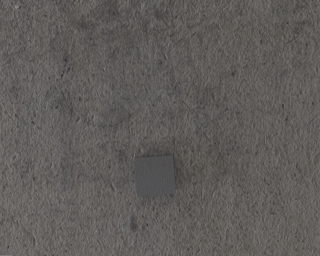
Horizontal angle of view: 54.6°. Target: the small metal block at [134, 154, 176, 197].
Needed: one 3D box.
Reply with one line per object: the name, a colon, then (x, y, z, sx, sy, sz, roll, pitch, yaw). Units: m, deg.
small metal block: (-0.006, 0.062, 0.410, 0.050, 0.025, 0.050, -4, 90, 0)
